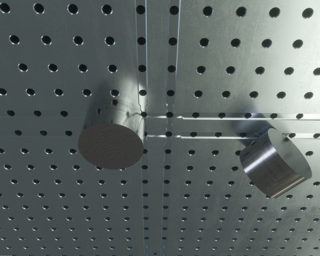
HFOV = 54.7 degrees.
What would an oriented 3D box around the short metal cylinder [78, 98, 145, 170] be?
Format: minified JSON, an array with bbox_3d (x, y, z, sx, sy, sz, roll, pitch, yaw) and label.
[{"bbox_3d":[-0.061,0.008,0.402,0.081,0.050,0.079,0,130,0],"label":"short metal cylinder"}]

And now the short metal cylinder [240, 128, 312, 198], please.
[{"bbox_3d":[0.155,0.047,0.417,0.080,0.080,0.050,30,124,-23],"label":"short metal cylinder"}]
